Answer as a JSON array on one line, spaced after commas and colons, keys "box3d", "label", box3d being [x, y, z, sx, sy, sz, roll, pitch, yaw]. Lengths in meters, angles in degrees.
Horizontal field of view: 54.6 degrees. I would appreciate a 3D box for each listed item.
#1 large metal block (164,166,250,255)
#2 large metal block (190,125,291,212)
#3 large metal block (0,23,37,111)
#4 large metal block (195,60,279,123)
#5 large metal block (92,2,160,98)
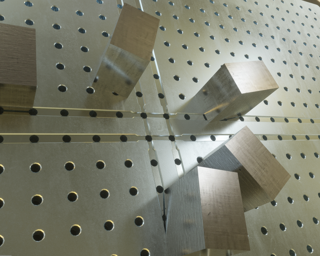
[{"box3d": [0.046, 0.097, 0.338, 0.050, 0.080, 0.080, 12, 57, -22], "label": "large metal block"}, {"box3d": [0.098, 0.057, 0.390, 0.050, 0.080, 0.080, -34, 81, -38], "label": "large metal block"}, {"box3d": [-0.180, -0.067, 0.336, 0.081, 0.050, 0.080, 2, 61, -27], "label": "large metal block"}, {"box3d": [0.114, -0.055, 0.467, 0.081, 0.080, 0.050, -12, 68, -33], "label": "large metal block"}, {"box3d": [-0.045, -0.100, 0.410, 0.050, 0.080, 0.080, 21, 54, -16], "label": "large metal block"}]
